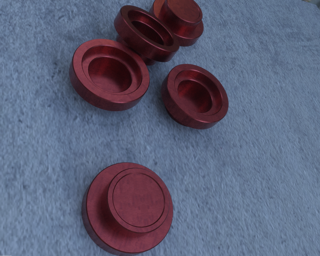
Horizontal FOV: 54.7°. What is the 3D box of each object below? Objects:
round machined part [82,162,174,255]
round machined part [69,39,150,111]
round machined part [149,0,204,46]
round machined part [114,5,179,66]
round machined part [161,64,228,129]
[{"bbox_3d":[-0.029,0.081,0.329,0.099,0.042,0.098,14,56,-21],"label":"round machined part"},{"bbox_3d":[-0.066,-0.063,0.397,0.099,0.042,0.098,14,56,-21],"label":"round machined part"},{"bbox_3d":[0.033,-0.191,0.529,0.099,0.042,0.098,14,56,-21],"label":"round machined part"},{"bbox_3d":[-0.024,-0.129,0.449,0.098,0.042,0.098,26,37,-21],"label":"round machined part"},{"bbox_3d":[0.045,-0.040,0.444,0.099,0.042,0.098,14,56,-21],"label":"round machined part"}]
